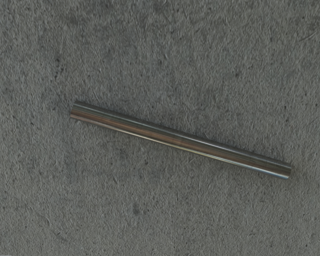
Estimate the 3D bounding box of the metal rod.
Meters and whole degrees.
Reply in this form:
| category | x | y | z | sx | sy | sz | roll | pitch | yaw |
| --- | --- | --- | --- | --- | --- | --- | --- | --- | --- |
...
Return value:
| category | x | y | z | sx | sy | sz | roll | pitch | yaw |
| --- | --- | --- | --- | --- | --- | --- | --- | --- | --- |
| metal rod | 0.032 | 0.018 | 0.416 | 0.302 | 0.025 | 0.025 | 16 | 109 | -6 |
